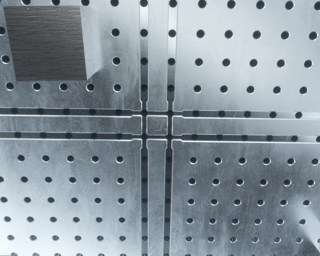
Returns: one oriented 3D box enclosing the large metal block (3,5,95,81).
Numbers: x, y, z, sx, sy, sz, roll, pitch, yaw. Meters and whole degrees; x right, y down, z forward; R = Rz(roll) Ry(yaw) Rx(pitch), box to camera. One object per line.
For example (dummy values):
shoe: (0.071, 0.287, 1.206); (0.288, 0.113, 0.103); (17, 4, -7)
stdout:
large metal block: (-0.124, -0.100, 0.362); (0.080, 0.050, 0.079); (-1, 110, 0)

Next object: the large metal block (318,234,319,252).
large metal block: (0.294, 0.185, 0.454); (0.080, 0.080, 0.050); (-4, 110, 1)
